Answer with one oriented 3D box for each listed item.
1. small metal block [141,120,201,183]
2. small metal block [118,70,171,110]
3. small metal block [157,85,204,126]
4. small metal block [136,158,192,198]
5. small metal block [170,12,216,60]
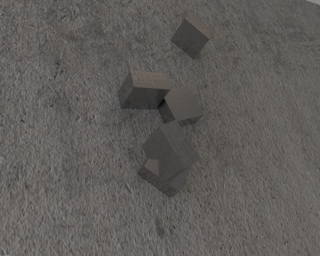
[{"bbox_3d":[0.011,0.027,0.345,0.025,0.050,0.050,-21,73,-36],"label":"small metal block"},{"bbox_3d":[-0.022,-0.048,0.405,0.050,0.050,0.025,0,62,-28],"label":"small metal block"},{"bbox_3d":[0.026,-0.029,0.435,0.050,0.025,0.050,-14,69,-34],"label":"small metal block"},{"bbox_3d":[0.008,0.048,0.379,0.050,0.025,0.050,36,51,-4],"label":"small metal block"},{"bbox_3d":[0.053,-0.150,0.508,0.050,0.050,0.025,40,51,-1],"label":"small metal block"}]
